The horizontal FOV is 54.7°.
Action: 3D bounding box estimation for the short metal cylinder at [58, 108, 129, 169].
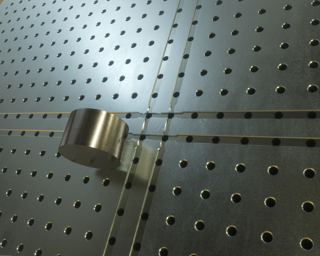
[{"bbox_3d":[-0.085,0.016,0.406,0.080,0.080,0.050,-4,60,26],"label":"short metal cylinder"}]
